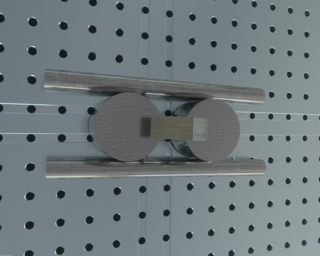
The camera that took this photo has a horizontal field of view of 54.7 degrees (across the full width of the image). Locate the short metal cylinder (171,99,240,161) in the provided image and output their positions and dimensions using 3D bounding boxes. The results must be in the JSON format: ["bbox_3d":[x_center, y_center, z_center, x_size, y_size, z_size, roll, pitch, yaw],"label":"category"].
[{"bbox_3d":[0.059,0.003,0.418,0.081,0.050,0.079,0,90,-20],"label":"short metal cylinder"}]

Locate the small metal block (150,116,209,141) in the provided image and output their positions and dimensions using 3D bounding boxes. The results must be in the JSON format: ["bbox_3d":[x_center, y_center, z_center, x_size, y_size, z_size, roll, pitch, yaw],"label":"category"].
[{"bbox_3d":[0.024,0.001,0.355,0.050,0.050,0.025,6,86,-63],"label":"small metal block"}]

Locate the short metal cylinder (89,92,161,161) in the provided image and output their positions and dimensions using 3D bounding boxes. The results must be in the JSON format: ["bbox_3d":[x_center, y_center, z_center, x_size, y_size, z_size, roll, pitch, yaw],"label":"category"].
[{"bbox_3d":[-0.043,-0.001,0.380,0.081,0.050,0.079,0,90,-20],"label":"short metal cylinder"}]

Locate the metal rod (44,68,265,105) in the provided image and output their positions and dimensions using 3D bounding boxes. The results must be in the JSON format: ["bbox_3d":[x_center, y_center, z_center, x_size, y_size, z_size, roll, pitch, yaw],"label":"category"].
[{"bbox_3d":[0.008,-0.052,0.412,0.302,0.025,0.025,2,90,-20],"label":"metal rod"}]

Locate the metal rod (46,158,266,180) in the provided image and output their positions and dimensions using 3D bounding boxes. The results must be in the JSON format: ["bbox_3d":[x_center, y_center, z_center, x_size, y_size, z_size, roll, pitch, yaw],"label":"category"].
[{"bbox_3d":[0.009,0.053,0.413,0.302,0.025,0.025,2,89,-20],"label":"metal rod"}]
